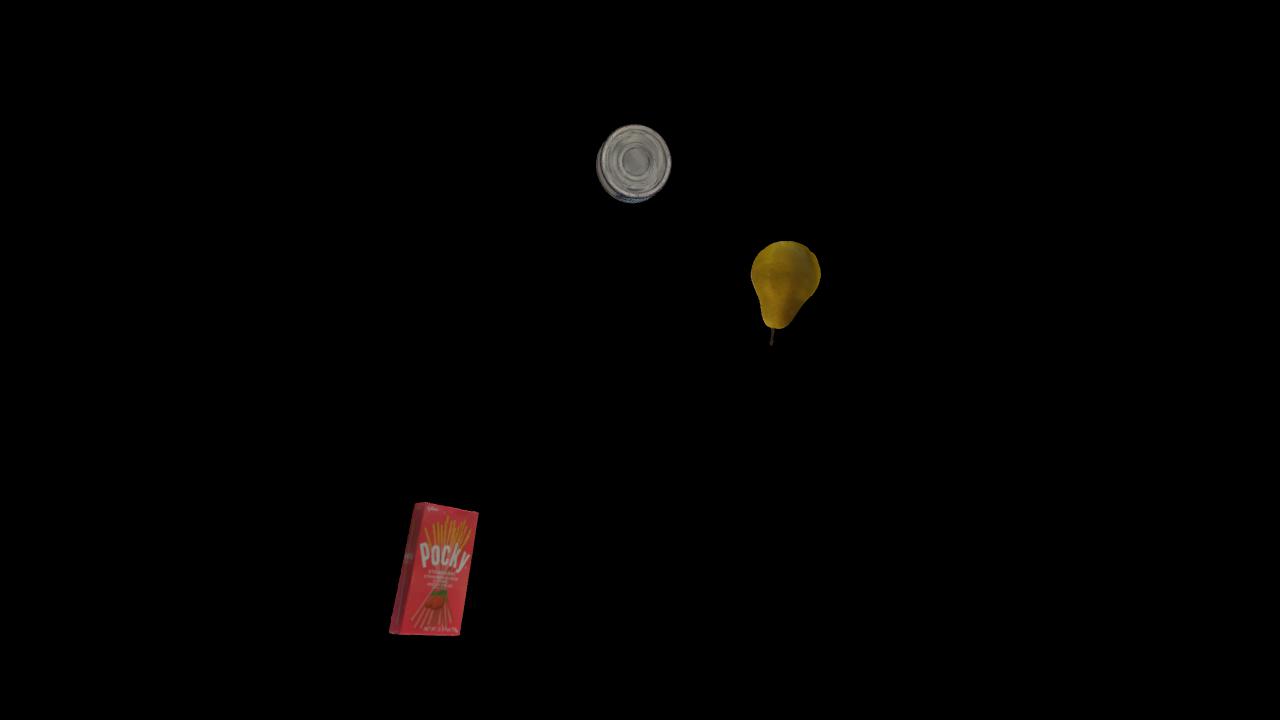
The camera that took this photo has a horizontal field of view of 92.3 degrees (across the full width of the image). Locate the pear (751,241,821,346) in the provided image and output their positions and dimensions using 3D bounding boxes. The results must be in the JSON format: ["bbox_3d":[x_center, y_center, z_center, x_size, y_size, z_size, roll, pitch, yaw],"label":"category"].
[{"bbox_3d":[0.156,-0.074,0.683,0.080,0.111,0.080,11,-13,2],"label":"pear"}]

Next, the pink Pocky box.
[{"bbox_3d":[-0.256,0.263,0.776,0.029,0.155,0.084,-15,-29,38],"label":"pink Pocky box"}]

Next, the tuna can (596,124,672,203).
[{"bbox_3d":[-0.007,-0.224,0.705,0.084,0.084,0.034,0,7,-12],"label":"tuna can"}]
